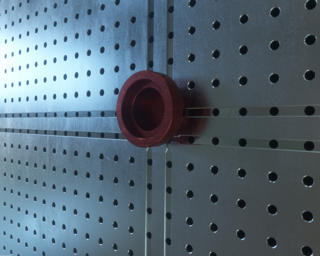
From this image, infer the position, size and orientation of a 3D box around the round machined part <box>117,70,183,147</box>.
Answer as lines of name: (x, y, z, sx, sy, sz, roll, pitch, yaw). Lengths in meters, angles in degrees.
round machined part: (-0.009, -0.024, 0.407, 0.098, 0.042, 0.097, 0, 90, 40)
